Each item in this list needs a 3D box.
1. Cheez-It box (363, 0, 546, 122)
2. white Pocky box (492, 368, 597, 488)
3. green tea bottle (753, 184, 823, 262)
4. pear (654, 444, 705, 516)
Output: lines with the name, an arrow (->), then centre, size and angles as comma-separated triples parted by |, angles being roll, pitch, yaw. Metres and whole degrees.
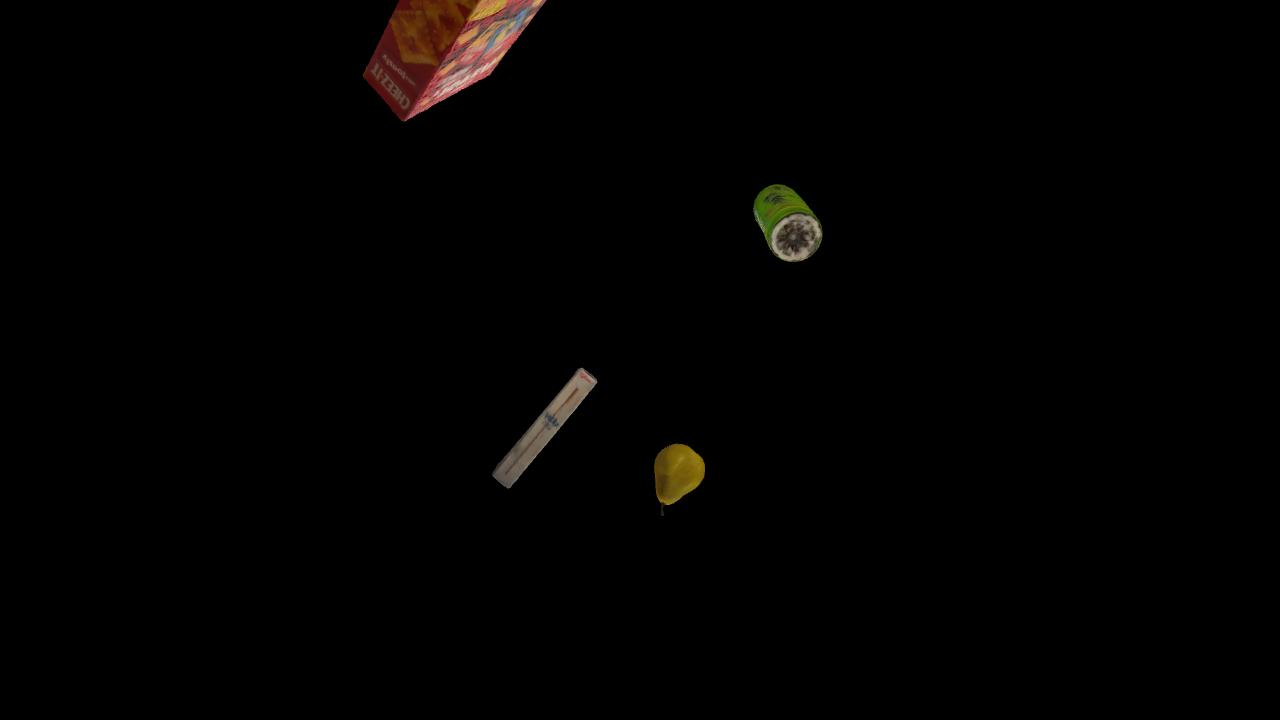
Cheez-It box -> -0.174, -0.364, 0.640 | 0.223, 0.071, 0.166 | -26, 21, 45
white Pocky box -> -0.108, 0.075, 0.711 | 0.028, 0.154, 0.084 | 40, -5, -3
green tea bottle -> 0.201, -0.204, 0.872 | 0.073, 0.073, 0.212 | 0, 27, 2
pear -> 0.048, 0.186, 0.953 | 0.080, 0.080, 0.111 | 0, 43, 53
